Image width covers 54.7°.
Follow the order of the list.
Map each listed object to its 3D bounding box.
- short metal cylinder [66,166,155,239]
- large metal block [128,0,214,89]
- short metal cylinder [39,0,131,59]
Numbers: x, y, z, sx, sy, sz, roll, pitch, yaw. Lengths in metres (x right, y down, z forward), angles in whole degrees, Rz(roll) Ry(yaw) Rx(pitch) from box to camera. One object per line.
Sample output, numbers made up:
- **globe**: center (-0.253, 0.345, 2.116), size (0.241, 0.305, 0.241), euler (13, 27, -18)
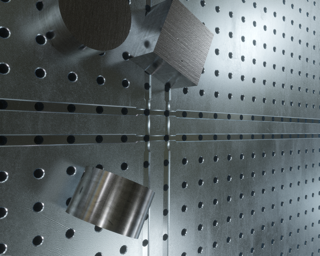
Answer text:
- **short metal cylinder**: center (-0.052, 0.079, 0.330), size (0.080, 0.080, 0.050), euler (33, 70, -35)
- **large metal block**: center (0.017, -0.107, 0.407), size (0.080, 0.050, 0.080), euler (30, 71, -36)
- **short metal cylinder**: center (-0.078, -0.117, 0.327), size (0.081, 0.050, 0.079), euler (0, 90, -40)
